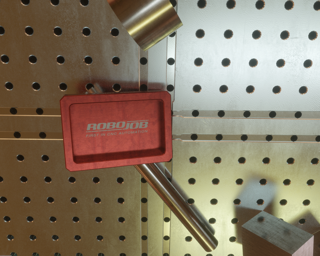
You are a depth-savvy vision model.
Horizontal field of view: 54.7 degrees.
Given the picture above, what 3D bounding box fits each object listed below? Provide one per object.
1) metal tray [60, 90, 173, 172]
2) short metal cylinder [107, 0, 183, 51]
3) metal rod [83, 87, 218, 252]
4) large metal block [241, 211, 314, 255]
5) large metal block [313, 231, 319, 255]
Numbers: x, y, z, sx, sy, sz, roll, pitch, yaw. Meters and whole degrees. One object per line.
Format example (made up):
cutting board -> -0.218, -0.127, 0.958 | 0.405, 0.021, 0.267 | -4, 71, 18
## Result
metal tray -> -0.052, 0.001, 0.385 | 0.131, 0.030, 0.089 | -4, 100, -14
short metal cylinder -> -0.018, -0.131, 0.335 | 0.050, 0.080, 0.080 | -33, 107, 11
metal rod -> -0.008, 0.068, 0.438 | 0.025, 0.025, 0.300 | -34, 107, 12
large metal block -> 0.167, 0.179, 0.444 | 0.050, 0.080, 0.079 | -21, 114, -31
large metal block -> 0.250, 0.219, 0.483 | 0.080, 0.050, 0.080 | -37, 106, 12
